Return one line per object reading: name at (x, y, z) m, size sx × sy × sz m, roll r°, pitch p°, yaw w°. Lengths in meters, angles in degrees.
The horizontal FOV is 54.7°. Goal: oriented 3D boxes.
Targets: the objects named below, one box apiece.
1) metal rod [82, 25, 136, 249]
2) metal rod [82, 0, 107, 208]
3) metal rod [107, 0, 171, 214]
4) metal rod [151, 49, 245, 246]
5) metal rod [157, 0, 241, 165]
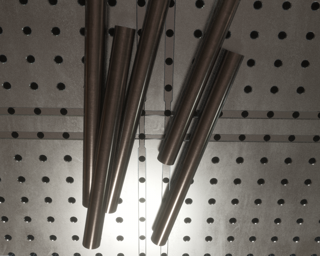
metal rod at (-0.069, 0.022, 0.404) m, size 0.025 × 0.025 × 0.298 m, roll 10°, pitch 104°, yaw -4°
metal rod at (-0.086, -0.029, 0.401) m, size 0.025 × 0.025 × 0.298 m, roll 5°, pitch 110°, yaw -2°
metal rod at (-0.038, -0.017, 0.406) m, size 0.025 × 0.025 × 0.298 m, roll 14°, pitch 109°, yaw -6°
metal rod at (0.045, 0.040, 0.428) m, size 0.025 × 0.025 × 0.298 m, roll 17°, pitch 109°, yaw -7°
metal rod at (0.057, -0.087, 0.382) m, size 0.025 × 0.025 × 0.298 m, roll 18°, pitch 109°, yaw -7°
